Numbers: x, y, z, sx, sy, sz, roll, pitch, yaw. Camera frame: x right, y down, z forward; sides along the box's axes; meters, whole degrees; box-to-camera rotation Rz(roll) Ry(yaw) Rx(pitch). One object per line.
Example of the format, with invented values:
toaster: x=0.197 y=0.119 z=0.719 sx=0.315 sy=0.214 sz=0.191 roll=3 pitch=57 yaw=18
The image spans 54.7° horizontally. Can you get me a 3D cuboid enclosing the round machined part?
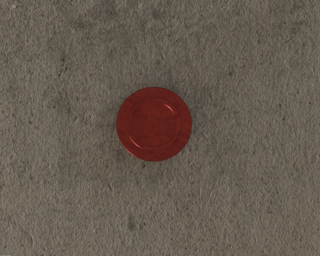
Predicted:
round machined part: x=-0.008 y=-0.005 z=0.402 sx=0.099 sy=0.042 sz=0.097 roll=0 pitch=90 yaw=-1
